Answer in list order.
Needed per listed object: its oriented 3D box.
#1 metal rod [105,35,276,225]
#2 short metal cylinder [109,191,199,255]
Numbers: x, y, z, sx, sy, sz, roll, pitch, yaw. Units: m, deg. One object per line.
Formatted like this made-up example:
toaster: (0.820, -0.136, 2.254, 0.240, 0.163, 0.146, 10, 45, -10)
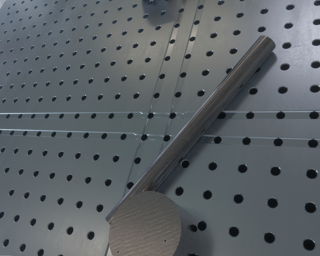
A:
metal rod: (0.042, 0.002, 0.384, 0.300, 0.025, 0.025, -49, 52, -7)
short metal cylinder: (-0.006, 0.113, 0.326, 0.080, 0.050, 0.080, -13, 56, 21)
